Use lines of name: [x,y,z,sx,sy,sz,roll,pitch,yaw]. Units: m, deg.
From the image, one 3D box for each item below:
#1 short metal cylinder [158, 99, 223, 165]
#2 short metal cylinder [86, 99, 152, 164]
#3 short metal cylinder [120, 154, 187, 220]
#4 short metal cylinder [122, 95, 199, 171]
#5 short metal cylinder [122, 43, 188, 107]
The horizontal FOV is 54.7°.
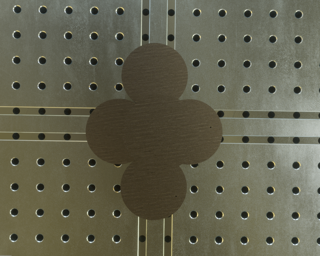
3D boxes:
short metal cylinder: [0.036,0.005,0.400,0.081,0.050,0.079,0,90,0]
short metal cylinder: [-0.050,0.004,0.400,0.081,0.050,0.079,0,90,0]
short metal cylinder: [-0.008,0.072,0.400,0.081,0.050,0.080,0,88,-1]
short metal cylinder: [0.001,0.005,0.350,0.081,0.050,0.079,0,90,0]
short metal cylinder: [-0.007,-0.064,0.400,0.081,0.050,0.079,0,90,-1]
